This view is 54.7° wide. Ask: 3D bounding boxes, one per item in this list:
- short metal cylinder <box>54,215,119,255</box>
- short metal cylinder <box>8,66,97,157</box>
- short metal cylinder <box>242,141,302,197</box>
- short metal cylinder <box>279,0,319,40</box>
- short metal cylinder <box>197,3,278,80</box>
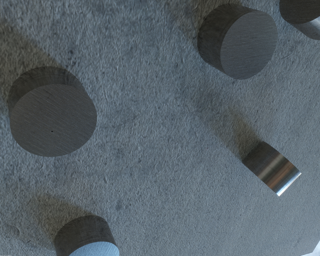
[{"bbox_3d":[-0.104,0.172,0.440,0.081,0.050,0.079,-14,124,-21],"label":"short metal cylinder"},{"bbox_3d":[-0.111,-0.017,0.319,0.081,0.050,0.079,-14,124,-21],"label":"short metal cylinder"},{"bbox_3d":[0.183,0.067,0.513,0.050,0.080,0.080,-48,129,5],"label":"short metal cylinder"},{"bbox_3d":[0.198,-0.157,0.382,0.050,0.080,0.080,16,110,-35],"label":"short metal cylinder"},{"bbox_3d":[0.093,-0.105,0.376,0.081,0.050,0.079,-14,124,-21],"label":"short metal cylinder"}]
